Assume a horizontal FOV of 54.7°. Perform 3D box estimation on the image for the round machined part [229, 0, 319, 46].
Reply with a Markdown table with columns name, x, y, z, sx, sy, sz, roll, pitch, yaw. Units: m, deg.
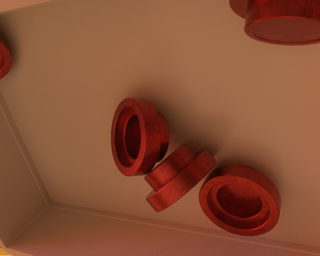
| name | x | y | z | sx | sy | sz | roll | pitch | yaw |
| --- | --- | --- | --- | --- | --- | --- | --- | --- | --- |
| round machined part | 0.104 | -0.095 | 0.244 | 0.098 | 0.098 | 0.042 | 9 | 91 | 23 |

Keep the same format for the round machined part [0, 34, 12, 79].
| name | x | y | z | sx | sy | sz | roll | pitch | yaw |
| --- | --- | --- | --- | --- | --- | --- | --- | --- | --- |
| round machined part | -0.269 | -0.110 | 0.445 | 0.097 | 0.099 | 0.042 | -52 | 50 | 39 |

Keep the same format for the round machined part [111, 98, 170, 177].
| name | x | y | z | sx | sy | sz | roll | pitch | yaw |
| --- | --- | --- | --- | --- | --- | --- | --- | --- | --- |
| round machined part | -0.024 | 0.011 | 0.394 | 0.098 | 0.042 | 0.097 | -4 | 86 | 58 |

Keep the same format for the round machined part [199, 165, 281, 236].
| name | x | y | z | sx | sy | sz | roll | pitch | yaw |
| --- | --- | --- | --- | --- | --- | --- | --- | --- | --- |
| round machined part | 0.103 | 0.087 | 0.396 | 0.098 | 0.042 | 0.097 | 13 | 124 | 20 |

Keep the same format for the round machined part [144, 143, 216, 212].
| name | x | y | z | sx | sy | sz | roll | pitch | yaw |
| --- | --- | --- | --- | --- | --- | --- | --- | --- | --- |
| round machined part | 0.019 | 0.056 | 0.386 | 0.042 | 0.099 | 0.098 | 50 | 129 | 4 |
